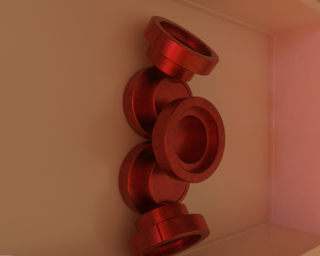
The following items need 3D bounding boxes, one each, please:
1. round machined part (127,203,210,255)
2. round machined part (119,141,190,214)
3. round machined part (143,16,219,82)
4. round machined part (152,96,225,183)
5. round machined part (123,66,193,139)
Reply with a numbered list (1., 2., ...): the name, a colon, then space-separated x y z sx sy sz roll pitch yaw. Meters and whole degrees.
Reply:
1. round machined part: 0.008 0.126 0.379 0.099 0.098 0.042 8 47 -40
2. round machined part: 0.001 0.065 0.395 0.099 0.042 0.097 0 90 -40
3. round machined part: 0.022 -0.095 0.390 0.099 0.098 0.042 9 127 -40
4. round machined part: 0.029 0.013 0.364 0.099 0.042 0.097 0 90 -40
5. round machined part: 0.005 -0.032 0.399 0.099 0.042 0.097 0 90 -40
